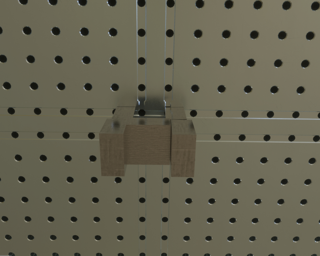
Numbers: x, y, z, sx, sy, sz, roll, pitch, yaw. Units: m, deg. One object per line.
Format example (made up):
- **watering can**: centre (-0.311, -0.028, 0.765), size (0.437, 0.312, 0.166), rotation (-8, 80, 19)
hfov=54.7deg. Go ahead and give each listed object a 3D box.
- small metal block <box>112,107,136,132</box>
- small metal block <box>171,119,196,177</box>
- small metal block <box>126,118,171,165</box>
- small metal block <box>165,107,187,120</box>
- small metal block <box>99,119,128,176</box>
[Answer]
- **small metal block**: centre (-0.046, 0.004, 0.400), size (0.025, 0.050, 0.050), rotation (1, 110, -1)
- **small metal block**: centre (0.025, 0.022, 0.354), size (0.025, 0.050, 0.050), rotation (1, 110, 0)
- **small metal block**: centre (-0.013, 0.016, 0.366), size (0.050, 0.025, 0.050), rotation (1, 110, -1)
- **small metal block**: centre (0.020, 0.004, 0.401), size (0.025, 0.050, 0.050), rotation (-1, 110, 0)
- **small metal block**: centre (-0.051, 0.021, 0.353), size (0.025, 0.050, 0.050), rotation (1, 110, 0)
